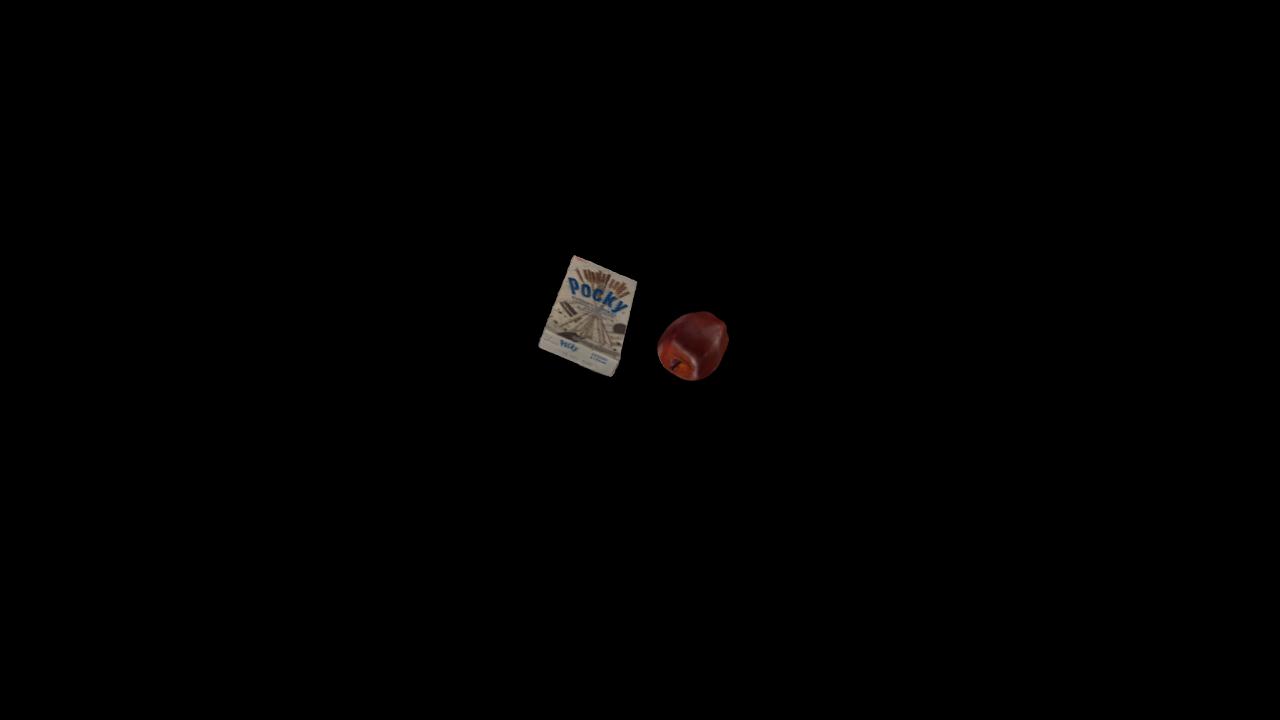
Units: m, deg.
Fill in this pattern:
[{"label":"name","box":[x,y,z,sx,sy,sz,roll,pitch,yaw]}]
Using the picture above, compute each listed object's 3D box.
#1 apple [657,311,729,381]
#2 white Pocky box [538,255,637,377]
[{"label":"apple","box":[0.064,-0.018,0.739,0.079,0.079,0.093,0,36,47]},{"label":"white Pocky box","box":[-0.053,-0.052,0.669,0.084,0.028,0.154,22,38,-10]}]
